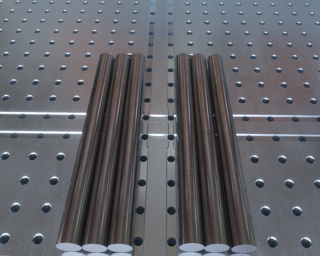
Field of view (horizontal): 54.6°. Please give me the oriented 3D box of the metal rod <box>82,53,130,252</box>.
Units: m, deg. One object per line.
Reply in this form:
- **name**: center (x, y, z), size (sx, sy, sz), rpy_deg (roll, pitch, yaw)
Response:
- **metal rod**: center (-0.062, 0.004, 0.403), size (0.025, 0.025, 0.300), rpy_deg (1, 50, 1)

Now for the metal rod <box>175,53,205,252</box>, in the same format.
- **metal rod**: center (0.034, 0.004, 0.404), size (0.025, 0.025, 0.300), rpy_deg (1, 50, 1)

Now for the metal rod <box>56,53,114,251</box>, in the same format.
- **metal rod**: center (-0.088, 0.004, 0.404), size (0.025, 0.025, 0.300), rpy_deg (1, 50, 1)

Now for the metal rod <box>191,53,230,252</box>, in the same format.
- **metal rod**: center (0.059, 0.004, 0.404), size (0.025, 0.025, 0.300), rpy_deg (1, 50, 1)

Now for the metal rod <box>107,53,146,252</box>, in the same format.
- **metal rod**: center (-0.037, 0.004, 0.403), size (0.025, 0.025, 0.300), rpy_deg (1, 50, 1)

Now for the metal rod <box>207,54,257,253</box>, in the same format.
- **metal rod**: center (0.086, 0.005, 0.403), size (0.025, 0.025, 0.300), rpy_deg (1, 50, 1)
